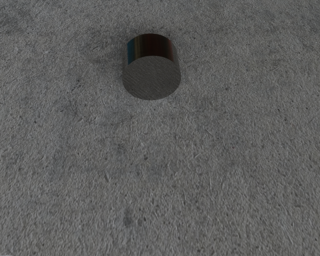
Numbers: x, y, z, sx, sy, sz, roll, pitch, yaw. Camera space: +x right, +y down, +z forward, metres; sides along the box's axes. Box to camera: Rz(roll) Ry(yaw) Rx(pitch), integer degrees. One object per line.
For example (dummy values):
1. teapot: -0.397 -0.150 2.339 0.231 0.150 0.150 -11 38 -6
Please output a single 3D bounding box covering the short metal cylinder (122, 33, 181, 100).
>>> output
1. short metal cylinder: -0.013 -0.085 0.439 0.080 0.080 0.050 -3 50 -3
